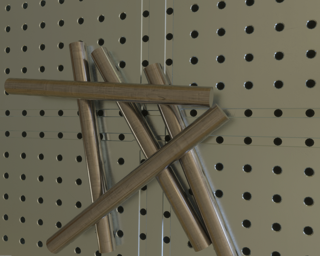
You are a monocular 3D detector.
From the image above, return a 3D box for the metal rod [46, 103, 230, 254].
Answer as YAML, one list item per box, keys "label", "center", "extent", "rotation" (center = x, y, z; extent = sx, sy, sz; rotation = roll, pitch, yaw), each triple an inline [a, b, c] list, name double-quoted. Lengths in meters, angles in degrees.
- label: "metal rod"
  center: [-0.039, 0.073, 0.398]
  extent: [0.300, 0.025, 0.025]
  rotation: [-40, 78, 15]

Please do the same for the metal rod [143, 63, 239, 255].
- label: "metal rod"
  center: [0.044, 0.056, 0.396]
  extent: [0.025, 0.025, 0.299]
  rotation: [-24, 82, 18]

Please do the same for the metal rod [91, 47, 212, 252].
- label: "metal rod"
  center: [-0.016, 0.021, 0.417]
  extent: [0.025, 0.025, 0.299]
  rotation: [-32, 80, 17]

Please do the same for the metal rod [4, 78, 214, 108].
- label: "metal rod"
  center: [-0.081, -0.049, 0.413]
  extent: [0.301, 0.025, 0.025]
  rotation: [5, 92, 19]

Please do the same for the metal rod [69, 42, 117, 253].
- label: "metal rod"
  center: [-0.097, 0.025, 0.445]
  extent: [0.025, 0.025, 0.298]
  rotation: [-10, 87, 19]
